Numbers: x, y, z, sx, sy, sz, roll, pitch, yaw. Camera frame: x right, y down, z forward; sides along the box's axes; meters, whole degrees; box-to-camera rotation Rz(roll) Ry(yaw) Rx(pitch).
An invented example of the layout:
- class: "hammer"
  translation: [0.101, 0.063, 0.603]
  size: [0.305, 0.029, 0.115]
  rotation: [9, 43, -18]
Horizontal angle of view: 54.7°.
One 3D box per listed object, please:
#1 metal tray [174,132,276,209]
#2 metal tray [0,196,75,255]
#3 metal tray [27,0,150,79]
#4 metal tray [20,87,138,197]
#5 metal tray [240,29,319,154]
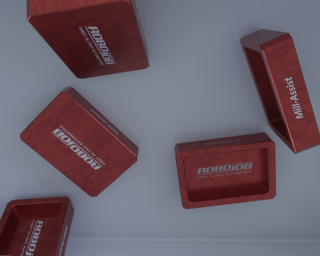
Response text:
- class: "metal tray"
  translation: [0.091, 0.060, 0.431]
  size: [0.131, 0.030, 0.089]
  rotation: [-8, 110, 2]
- class: "metal tray"
  translation: [-0.173, 0.153, 0.408]
  size: [0.091, 0.130, 0.030]
  rotation: [-4, 128, 1]
- class: "metal tray"
  translation: [-0.065, -0.097, 0.322]
  size: [0.090, 0.130, 0.030]
  rotation: [-9, 75, 3]
- class: "metal tray"
  translation: [-0.105, 0.021, 0.415]
  size: [0.090, 0.030, 0.130]
  rotation: [-42, 105, 14]
- class: "metal tray"
  translation: [0.138, -0.046, 0.360]
  size: [0.030, 0.090, 0.129]
  rotation: [-23, 109, 8]
